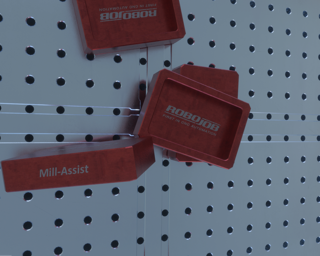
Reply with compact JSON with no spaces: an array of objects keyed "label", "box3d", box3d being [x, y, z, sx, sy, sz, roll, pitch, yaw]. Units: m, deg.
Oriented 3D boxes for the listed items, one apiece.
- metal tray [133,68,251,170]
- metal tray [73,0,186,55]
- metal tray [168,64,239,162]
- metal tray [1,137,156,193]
[{"label":"metal tray","box3d":[0.042,-0.009,0.393,0.131,0.030,0.090,20,84,-16]},{"label":"metal tray","box3d":[-0.039,-0.149,0.396,0.131,0.030,0.089,-14,95,-20]},{"label":"metal tray","box3d":[0.061,-0.018,0.434,0.091,0.030,0.129,3,89,-21]},{"label":"metal tray","box3d":[-0.078,0.035,0.321,0.131,0.090,0.030,-7,93,11]}]
